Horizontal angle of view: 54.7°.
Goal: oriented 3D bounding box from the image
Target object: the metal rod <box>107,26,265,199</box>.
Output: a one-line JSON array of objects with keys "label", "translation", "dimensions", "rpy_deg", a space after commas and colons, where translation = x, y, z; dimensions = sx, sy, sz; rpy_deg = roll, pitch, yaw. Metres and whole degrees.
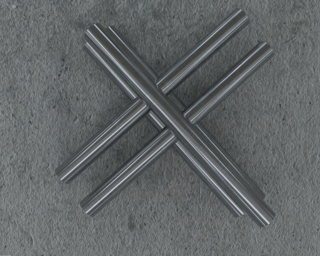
[{"label": "metal rod", "translation": [0.030, -0.015, 0.411], "dimensions": [0.025, 0.025, 0.300], "rpy_deg": [-42, 91, 0]}]

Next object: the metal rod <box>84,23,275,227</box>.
[{"label": "metal rod", "translation": [0.023, -0.003, 0.361], "dimensions": [0.025, 0.025, 0.300], "rpy_deg": [-43, 91, 0]}]

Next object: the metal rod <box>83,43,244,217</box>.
[{"label": "metal rod", "translation": [0.009, -0.001, 0.411], "dimensions": [0.025, 0.025, 0.300], "rpy_deg": [-42, 91, 0]}]

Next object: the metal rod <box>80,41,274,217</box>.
[{"label": "metal rod", "translation": [0.022, 0.001, 0.386], "dimensions": [0.300, 0.025, 0.025], "rpy_deg": [-42, 91, -1]}]

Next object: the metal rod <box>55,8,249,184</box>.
[{"label": "metal rod", "translation": [-0.009, -0.040, 0.386], "dimensions": [0.300, 0.025, 0.025], "rpy_deg": [-42, 91, -1]}]
